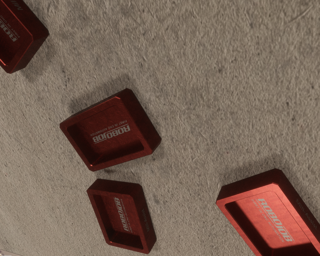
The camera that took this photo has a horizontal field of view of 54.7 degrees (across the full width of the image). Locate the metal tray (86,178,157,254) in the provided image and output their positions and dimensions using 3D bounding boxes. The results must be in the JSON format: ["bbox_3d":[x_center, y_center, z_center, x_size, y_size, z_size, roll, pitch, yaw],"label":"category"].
[{"bbox_3d":[-0.064,0.151,0.528,0.090,0.030,0.129,2,119,27],"label":"metal tray"}]

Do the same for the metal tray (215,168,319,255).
[{"bbox_3d":[0.146,0.122,0.401,0.090,0.030,0.130,-30,102,37],"label":"metal tray"}]

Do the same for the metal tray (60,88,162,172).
[{"bbox_3d":[-0.074,0.007,0.444,0.130,0.030,0.090,-20,108,35],"label":"metal tray"}]

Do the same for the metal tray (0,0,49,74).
[{"bbox_3d":[-0.225,-0.151,0.425,0.090,0.030,0.130,-33,100,38],"label":"metal tray"}]
